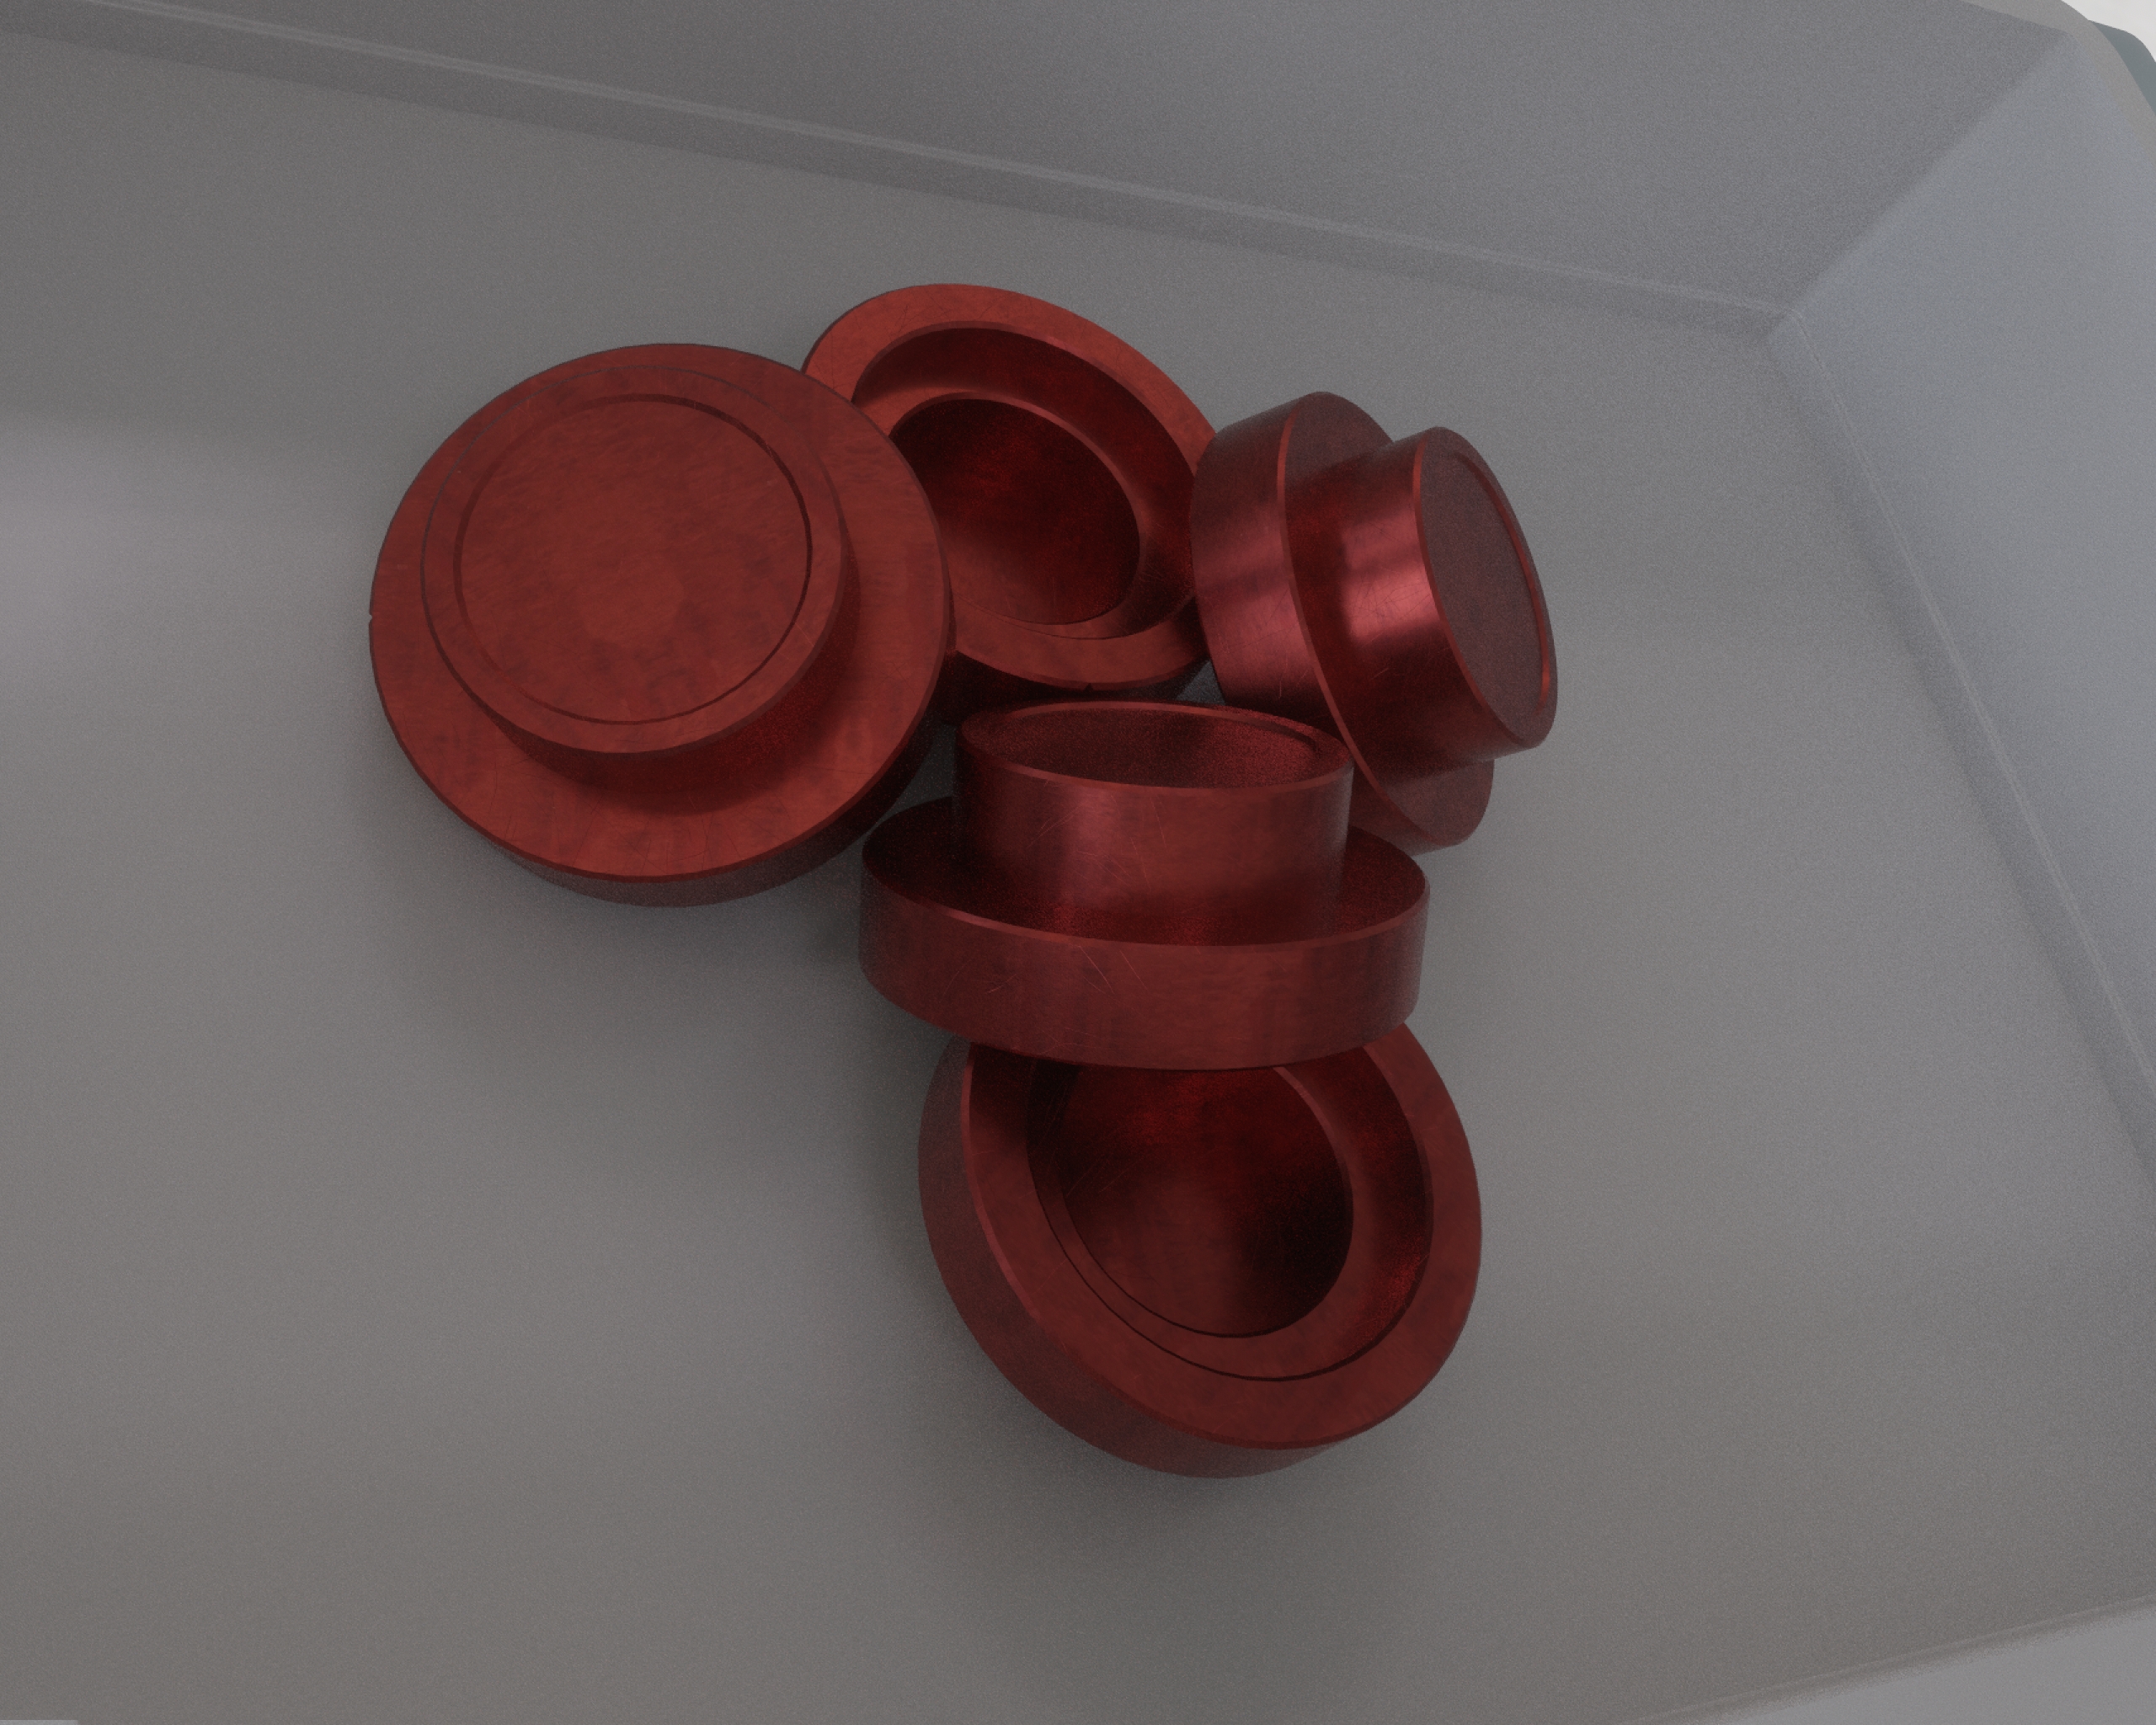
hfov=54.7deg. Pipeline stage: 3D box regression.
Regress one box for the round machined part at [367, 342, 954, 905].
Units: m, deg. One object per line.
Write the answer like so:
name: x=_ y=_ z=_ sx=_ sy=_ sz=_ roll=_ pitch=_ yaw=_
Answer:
round machined part: x=-0.071 y=-0.044 z=0.353 sx=0.099 sy=0.042 sz=0.098 roll=0 pitch=76 yaw=0

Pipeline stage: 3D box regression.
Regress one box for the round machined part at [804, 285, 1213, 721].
round machined part: x=-0.017 y=-0.065 z=0.422 sx=0.099 sy=0.042 sz=0.098 roll=14 pitch=56 yaw=-21

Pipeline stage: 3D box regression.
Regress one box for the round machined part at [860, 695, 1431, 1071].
round machined part: x=0.012 y=-0.002 z=0.363 sx=0.099 sy=0.098 sz=0.042 roll=-7 pitch=110 yaw=-31

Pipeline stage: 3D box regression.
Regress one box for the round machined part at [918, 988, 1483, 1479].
round machined part: x=0.018 y=0.059 z=0.366 sx=0.099 sy=0.042 sz=0.098 roll=14 pitch=56 yaw=-21

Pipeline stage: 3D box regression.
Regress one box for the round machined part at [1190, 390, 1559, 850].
round machined part: x=0.066 y=-0.051 z=0.430 sx=0.098 sy=0.042 sz=0.098 roll=33 pitch=49 yaw=-48
